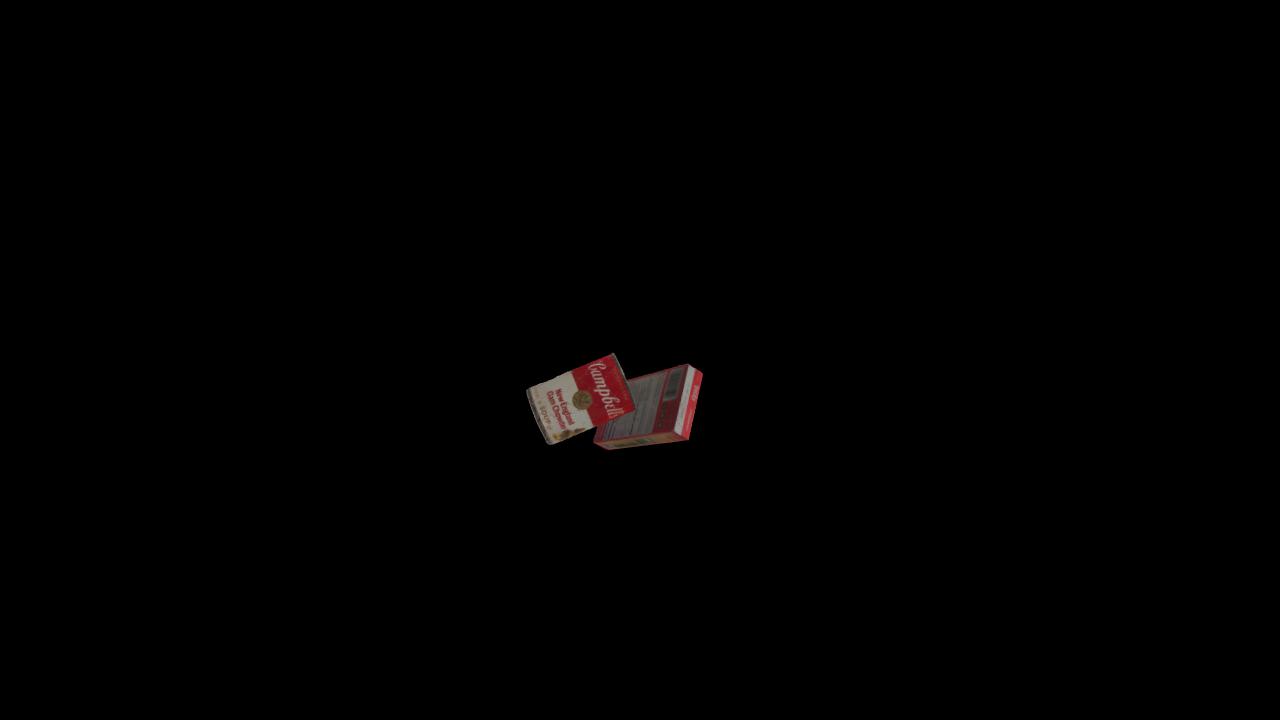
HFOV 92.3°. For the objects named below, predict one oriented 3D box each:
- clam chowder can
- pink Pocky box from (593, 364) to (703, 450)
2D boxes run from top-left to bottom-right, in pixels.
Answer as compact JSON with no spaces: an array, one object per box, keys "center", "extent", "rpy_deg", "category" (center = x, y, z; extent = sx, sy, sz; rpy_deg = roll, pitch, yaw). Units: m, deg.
[{"center":[-0.062,0.042,0.659],"extent":[0.102,0.068,0.068],"rpy_deg":[-22,2,-5],"category":"clam chowder can"},{"center":[0.007,0.059,0.731],"extent":[0.029,0.084,0.155],"rpy_deg":[31,-29,-30],"category":"pink Pocky box"}]
